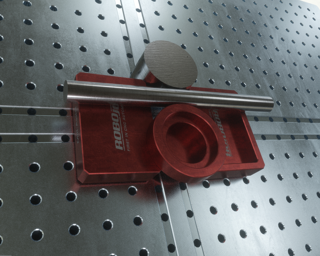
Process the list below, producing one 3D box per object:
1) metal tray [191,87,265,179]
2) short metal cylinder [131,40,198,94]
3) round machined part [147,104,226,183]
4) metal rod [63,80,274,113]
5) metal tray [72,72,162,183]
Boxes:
[{"bbox_3d":[0.087,0.005,0.444,0.091,0.030,0.130,1,61,-28],"label":"metal tray"},{"bbox_3d":[0.005,-0.076,0.436,0.081,0.050,0.080,14,56,-21],"label":"short metal cylinder"},{"bbox_3d":[0.029,0.022,0.383,0.099,0.042,0.098,14,56,-21],"label":"round machined part"},{"bbox_3d":[0.032,-0.038,0.404,0.303,0.025,0.025,1,62,-28],"label":"metal rod"},{"bbox_3d":[-0.054,-0.002,0.371,0.091,0.030,0.130,3,61,-27],"label":"metal tray"}]
